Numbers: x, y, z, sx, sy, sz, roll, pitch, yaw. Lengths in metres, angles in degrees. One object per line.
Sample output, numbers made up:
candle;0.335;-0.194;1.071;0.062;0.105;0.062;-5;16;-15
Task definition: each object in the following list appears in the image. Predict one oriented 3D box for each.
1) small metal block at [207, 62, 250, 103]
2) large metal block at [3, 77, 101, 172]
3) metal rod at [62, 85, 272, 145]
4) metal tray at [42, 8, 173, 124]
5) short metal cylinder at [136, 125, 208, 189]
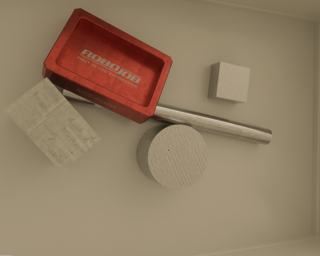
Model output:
small metal block;0.100;-0.065;0.449;0.050;0.025;0.050;8;87;-20
large metal block;-0.117;-0.003;0.339;0.050;0.080;0.080;-43;104;-15
metal rod;0.024;-0.016;0.420;0.302;0.025;0.025;12;86;-20
metal tray;-0.058;-0.072;0.369;0.131;0.030;0.090;25;65;-15
short metal cylinder;0.015;0.035;0.404;0.081;0.050;0.079;0;90;-20
